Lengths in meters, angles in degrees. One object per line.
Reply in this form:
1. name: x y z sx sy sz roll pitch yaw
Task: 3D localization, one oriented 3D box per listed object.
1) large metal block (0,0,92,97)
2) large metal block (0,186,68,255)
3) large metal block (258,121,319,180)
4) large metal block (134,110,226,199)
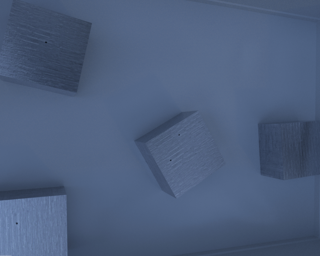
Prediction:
1. large metal block: -0.129 -0.085 0.350 0.081 0.050 0.080 12 86 -20
2. large metal block: -0.147 0.112 0.343 0.081 0.050 0.080 -1 91 -20
3. large metal block: 0.200 0.031 0.471 0.081 0.050 0.079 -4 92 -20
4. large metal block: 0.026 0.032 0.407 0.080 0.050 0.080 -32 101 -17
